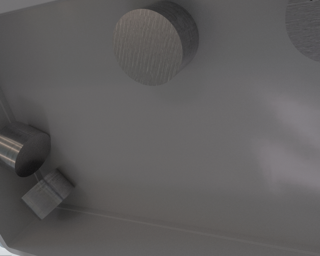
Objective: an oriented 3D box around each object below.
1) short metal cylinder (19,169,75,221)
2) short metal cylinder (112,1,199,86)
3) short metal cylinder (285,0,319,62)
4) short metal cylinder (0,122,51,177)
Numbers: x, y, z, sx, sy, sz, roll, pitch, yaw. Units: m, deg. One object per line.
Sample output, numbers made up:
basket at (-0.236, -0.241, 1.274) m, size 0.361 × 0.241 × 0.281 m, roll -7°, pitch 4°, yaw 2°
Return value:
short metal cylinder at (-0.200, 0.118, 0.551) m, size 0.050 × 0.080 × 0.080 m, roll 48°, pitch 129°, yaw -5°
short metal cylinder at (-0.004, -0.092, 0.337) m, size 0.080 × 0.050 × 0.079 m, roll 13°, pitch 124°, yaw 21°
short metal cylinder at (0.148, -0.098, 0.253) m, size 0.080 × 0.050 × 0.079 m, roll 13°, pitch 124°, yaw 21°
short metal cylinder at (-0.230, 0.035, 0.517) m, size 0.050 × 0.080 × 0.079 m, roll 24°, pitch 127°, yaw 14°
